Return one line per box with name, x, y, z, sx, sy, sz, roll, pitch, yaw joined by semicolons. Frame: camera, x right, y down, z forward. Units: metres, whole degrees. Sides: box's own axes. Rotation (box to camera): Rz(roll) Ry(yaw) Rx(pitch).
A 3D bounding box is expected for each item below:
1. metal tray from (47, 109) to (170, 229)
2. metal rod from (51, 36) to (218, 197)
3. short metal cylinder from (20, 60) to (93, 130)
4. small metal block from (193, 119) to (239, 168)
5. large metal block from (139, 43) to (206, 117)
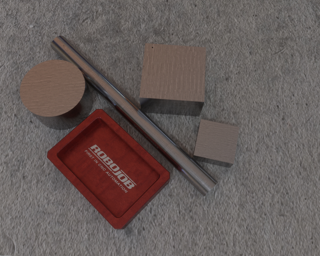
metal tray;-0.063;0.049;0.388;0.130;0.030;0.090;42;75;13
metal rod;-0.043;-0.024;0.417;0.025;0.025;0.300;-43;76;-14
short metal cylinder;-0.134;-0.043;0.410;0.081;0.050;0.080;0;70;0
small metal block;0.072;0.020;0.403;0.050;0.025;0.050;12;70;4
large metal block;0.018;-0.064;0.420;0.081;0.050;0.080;4;70;1
